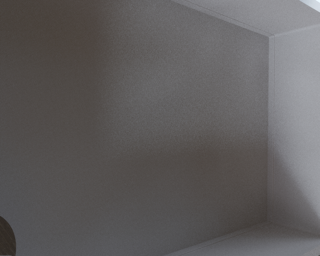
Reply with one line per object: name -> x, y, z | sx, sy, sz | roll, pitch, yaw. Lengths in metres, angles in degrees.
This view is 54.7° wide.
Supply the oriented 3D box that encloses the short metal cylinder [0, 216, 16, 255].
short metal cylinder -> -0.164, 0.101, 0.239 | 0.080, 0.050, 0.079 | -3, 94, -58
